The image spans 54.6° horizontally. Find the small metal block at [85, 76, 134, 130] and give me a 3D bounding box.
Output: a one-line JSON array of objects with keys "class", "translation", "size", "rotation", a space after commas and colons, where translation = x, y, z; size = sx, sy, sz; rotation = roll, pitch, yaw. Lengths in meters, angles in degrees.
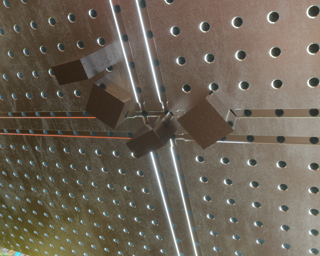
[{"class": "small metal block", "translation": [-0.070, -0.034, 0.428], "size": [0.050, 0.025, 0.050], "rotation": [33, 129, 6]}]

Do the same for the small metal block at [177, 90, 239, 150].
[{"class": "small metal block", "translation": [0.058, -0.009, 0.376], "size": [0.050, 0.025, 0.050], "rotation": [47, 129, -5]}]

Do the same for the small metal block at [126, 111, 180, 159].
[{"class": "small metal block", "translation": [-0.009, 0.009, 0.406], "size": [0.050, 0.050, 0.025], "rotation": [-28, 103, 37]}]

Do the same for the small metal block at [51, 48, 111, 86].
[{"class": "small metal block", "translation": [-0.101, -0.079, 0.400], "size": [0.050, 0.050, 0.025], "rotation": [-6, 116, 31]}]
